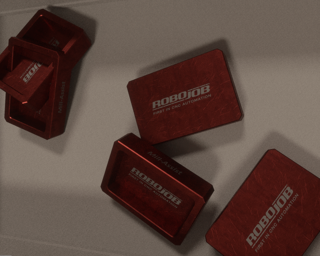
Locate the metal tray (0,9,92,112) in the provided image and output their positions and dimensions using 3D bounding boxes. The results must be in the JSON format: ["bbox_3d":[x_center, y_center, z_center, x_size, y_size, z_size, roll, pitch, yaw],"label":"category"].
[{"bbox_3d":[-0.172,-0.099,0.441,0.090,0.030,0.130,31,79,20],"label":"metal tray"}]

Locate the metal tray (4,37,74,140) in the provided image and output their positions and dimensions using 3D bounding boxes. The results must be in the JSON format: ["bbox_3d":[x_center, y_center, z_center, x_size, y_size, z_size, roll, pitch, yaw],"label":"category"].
[{"bbox_3d":[-0.179,-0.058,0.452,0.090,0.030,0.129,21,111,18],"label":"metal tray"}]

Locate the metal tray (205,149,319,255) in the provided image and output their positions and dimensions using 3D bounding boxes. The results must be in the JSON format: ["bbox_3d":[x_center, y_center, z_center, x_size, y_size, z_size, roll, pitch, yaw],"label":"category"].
[{"bbox_3d":[0.125,0.100,0.349,0.090,0.030,0.130,36,89,16],"label":"metal tray"}]

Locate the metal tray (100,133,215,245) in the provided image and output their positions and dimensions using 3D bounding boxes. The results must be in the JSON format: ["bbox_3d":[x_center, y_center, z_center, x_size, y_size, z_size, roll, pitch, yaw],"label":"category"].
[{"bbox_3d":[-0.008,0.076,0.392,0.130,0.030,0.089,32,123,16],"label":"metal tray"}]

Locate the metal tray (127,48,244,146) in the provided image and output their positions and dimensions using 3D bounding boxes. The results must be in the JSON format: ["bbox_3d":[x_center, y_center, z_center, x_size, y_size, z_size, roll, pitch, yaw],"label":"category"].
[{"bbox_3d":[0.030,-0.035,0.396,0.130,0.030,0.090,-17,84,18],"label":"metal tray"}]
